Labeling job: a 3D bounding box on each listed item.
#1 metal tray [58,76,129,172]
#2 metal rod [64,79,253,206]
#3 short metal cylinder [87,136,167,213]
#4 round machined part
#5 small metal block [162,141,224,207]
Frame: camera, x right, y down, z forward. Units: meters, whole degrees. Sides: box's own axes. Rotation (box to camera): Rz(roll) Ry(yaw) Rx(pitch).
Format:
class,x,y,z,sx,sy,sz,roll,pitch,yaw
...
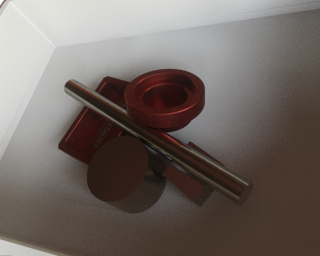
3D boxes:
class,x,y,z,sx,sy,sz,roll,pitch,yaw
metal tray,-0.075,-0.007,0.441,0.090,0.030,0.130,20,72,35
metal rod,-0.025,0.001,0.378,0.300,0.025,0.025,30,78,35
short metal cylinder,-0.039,0.056,0.371,0.080,0.050,0.080,-13,56,20
round machined part,0.007,-0.032,0.391,0.099,0.042,0.098,-4,41,4
small metal block,0.040,0.051,0.350,0.050,0.025,0.050,-49,52,-7
